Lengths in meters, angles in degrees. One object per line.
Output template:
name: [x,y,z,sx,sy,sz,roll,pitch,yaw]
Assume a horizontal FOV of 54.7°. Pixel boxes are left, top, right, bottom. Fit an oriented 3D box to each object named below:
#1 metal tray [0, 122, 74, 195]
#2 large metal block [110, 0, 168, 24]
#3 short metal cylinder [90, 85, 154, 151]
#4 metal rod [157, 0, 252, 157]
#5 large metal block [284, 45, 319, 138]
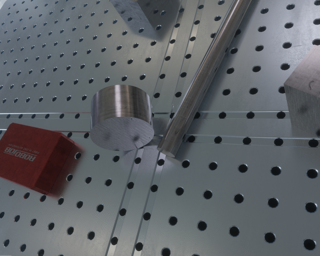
metal tray: [-0.208,0.044,0.488,0.130,0.030,0.090,9,66,32]
large metal block: [-0.034,-0.242,0.559,0.080,0.050,0.080,27,76,37]
short metal cylinder: [-0.050,-0.011,0.406,0.080,0.080,0.050,-19,55,17]
metal rod: [0.074,-0.097,0.428,0.025,0.025,0.300,16,70,34]
large metal block: [0.173,-0.024,0.296,0.080,0.080,0.050,34,81,38]
